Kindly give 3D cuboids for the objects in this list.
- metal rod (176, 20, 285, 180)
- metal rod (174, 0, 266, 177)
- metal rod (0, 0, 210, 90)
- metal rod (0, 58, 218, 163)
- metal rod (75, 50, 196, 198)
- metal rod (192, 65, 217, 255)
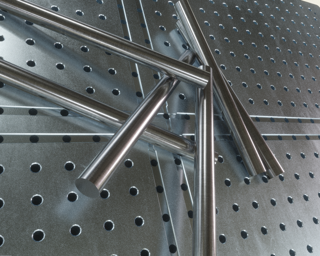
[{"bbox_3d":[0.105,-0.057,0.498,0.025,0.025,0.299,-16,70,-34],"label":"metal rod"},{"bbox_3d":[0.088,-0.069,0.478,0.025,0.025,0.299,-12,73,-33],"label":"metal rod"},{"bbox_3d":[-0.077,-0.116,0.408,0.301,0.025,0.025,21,53,-5],"label":"metal rod"},{"bbox_3d":[-0.063,-0.015,0.382,0.301,0.025,0.025,23,53,-14],"label":"metal rod"},{"bbox_3d":[-0.010,-0.030,0.392,0.025,0.025,0.301,37,42,-3],"label":"metal rod"},{"bbox_3d":[0.054,0.037,0.380,0.025,0.025,0.300,18,53,-18],"label":"metal rod"}]
